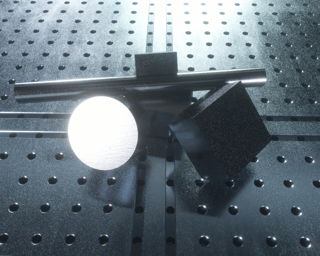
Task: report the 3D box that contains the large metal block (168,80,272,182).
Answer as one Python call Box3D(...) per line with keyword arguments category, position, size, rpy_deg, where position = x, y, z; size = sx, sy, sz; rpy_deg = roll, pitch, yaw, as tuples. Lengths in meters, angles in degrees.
Box3D(category="large metal block", position=(0.070, 0.004, 0.356), size=(0.080, 0.050, 0.080), rpy_deg=(-38, 103, -27))

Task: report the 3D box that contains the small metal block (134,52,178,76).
Box3D(category="small metal block", position=(-0.006, -0.083, 0.392), size=(0.050, 0.025, 0.050), rpy_deg=(-5, 15, -4))

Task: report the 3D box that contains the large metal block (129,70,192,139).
Box3D(category="large metal block", position=(0.001, -0.036, 0.416), size=(0.080, 0.050, 0.080), rpy_deg=(8, 51, 7))

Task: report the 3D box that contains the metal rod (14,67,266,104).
Box3D(category="metal rod", position=(-0.020, -0.053, 0.383), size=(0.302, 0.025, 0.025), rpy_deg=(-4, 50, -4))

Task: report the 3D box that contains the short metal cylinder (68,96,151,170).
Box3D(category="short metal cylinder", position=(-0.056, 0.004, 0.356), size=(0.080, 0.079, 0.050), rpy_deg=(15, 9, 12))
